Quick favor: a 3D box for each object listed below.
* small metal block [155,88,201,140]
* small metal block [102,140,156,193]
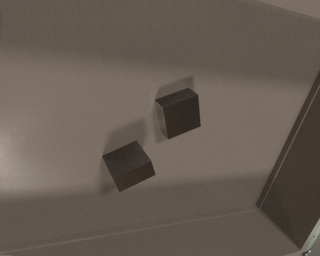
[{"bbox_3d":[0.025,-0.019,0.412,0.050,0.025,0.050,-21,127,-16],"label":"small metal block"},{"bbox_3d":[-0.041,0.048,0.401,0.050,0.050,0.025,-24,128,-14],"label":"small metal block"}]
